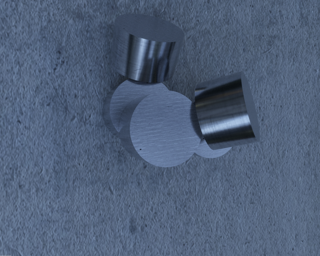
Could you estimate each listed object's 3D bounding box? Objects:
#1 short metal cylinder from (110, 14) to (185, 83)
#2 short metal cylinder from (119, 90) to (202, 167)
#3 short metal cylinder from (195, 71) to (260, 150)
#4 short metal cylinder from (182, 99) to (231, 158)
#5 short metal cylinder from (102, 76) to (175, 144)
[{"bbox_3d":[-0.016,-0.096,0.369,0.081,0.080,0.050,0,129,-20],"label":"short metal cylinder"},{"bbox_3d":[-0.001,0.001,0.344,0.081,0.050,0.079,0,90,-21],"label":"short metal cylinder"},{"bbox_3d":[0.078,-0.019,0.350,0.050,0.080,0.080,-13,97,23],"label":"short metal cylinder"},{"bbox_3d":[0.057,-0.001,0.419,0.081,0.050,0.079,0,90,-21],"label":"short metal cylinder"},{"bbox_3d":[-0.028,-0.021,0.387,0.081,0.050,0.079,0,90,-21],"label":"short metal cylinder"}]
